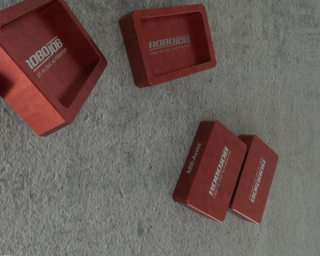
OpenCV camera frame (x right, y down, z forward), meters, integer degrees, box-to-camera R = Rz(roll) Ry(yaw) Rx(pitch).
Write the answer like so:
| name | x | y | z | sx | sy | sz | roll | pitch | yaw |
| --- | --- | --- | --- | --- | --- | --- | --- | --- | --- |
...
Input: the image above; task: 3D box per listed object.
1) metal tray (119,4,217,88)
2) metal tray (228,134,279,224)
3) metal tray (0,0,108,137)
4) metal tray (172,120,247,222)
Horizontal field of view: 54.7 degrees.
| name | x | y | z | sx | sy | sz | roll | pitch | yaw |
| --- | --- | --- | --- | --- | --- | --- | --- | --- | --- |
| metal tray | 0.016 | -0.112 | 0.413 | 0.131 | 0.030 | 0.089 | -23 | 105 | -38 |
| metal tray | 0.154 | 0.087 | 0.530 | 0.090 | 0.030 | 0.130 | 35 | 68 | -34 |
| metal tray | -0.097 | -0.064 | 0.272 | 0.090 | 0.030 | 0.130 | 55 | 22 | -25 |
| metal tray | 0.079 | 0.064 | 0.467 | 0.090 | 0.030 | 0.130 | 36 | 68 | -34 |
